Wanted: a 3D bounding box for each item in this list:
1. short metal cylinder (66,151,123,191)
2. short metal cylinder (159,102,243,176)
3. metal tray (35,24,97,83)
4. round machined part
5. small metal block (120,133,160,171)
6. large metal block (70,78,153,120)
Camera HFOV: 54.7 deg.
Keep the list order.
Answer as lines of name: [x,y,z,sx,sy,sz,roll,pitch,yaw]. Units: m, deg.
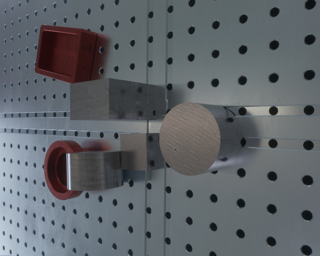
short metal cylinder: [-0.094,0.060,0.451,0.080,0.081,0.050,-4,88,40]
short metal cylinder: [0.046,0.012,0.355,0.080,0.050,0.080,0,90,40]
metal tray: [-0.169,-0.130,0.546,0.130,0.030,0.089,19,102,38]
round machined part: [-0.151,0.069,0.523,0.098,0.042,0.097,0,90,40]
small metal block: [-0.029,0.033,0.433,0.050,0.025,0.050,-3,88,40]
large metal block: [-0.066,-0.036,0.428,0.080,0.081,0.050,0,90,40]
